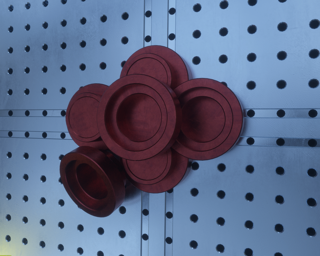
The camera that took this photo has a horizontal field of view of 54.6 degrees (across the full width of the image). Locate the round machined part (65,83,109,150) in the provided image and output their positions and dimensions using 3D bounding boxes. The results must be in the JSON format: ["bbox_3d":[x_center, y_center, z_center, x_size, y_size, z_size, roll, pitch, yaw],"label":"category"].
[{"bbox_3d":[-0.092,-0.014,0.437,0.098,0.042,0.097,0,90,20],"label":"round machined part"}]

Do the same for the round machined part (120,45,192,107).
[{"bbox_3d":[-0.010,-0.060,0.408,0.098,0.042,0.097,0,90,20],"label":"round machined part"}]

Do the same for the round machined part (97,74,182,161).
[{"bbox_3d":[-0.021,-0.012,0.366,0.098,0.042,0.097,0,90,20],"label":"round machined part"}]

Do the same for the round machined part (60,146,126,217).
[{"bbox_3d":[-0.085,0.068,0.420,0.098,0.042,0.097,15,120,28],"label":"round machined part"}]

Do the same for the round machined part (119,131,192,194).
[{"bbox_3d":[-0.010,0.038,0.407,0.098,0.042,0.097,0,90,20],"label":"round machined part"}]

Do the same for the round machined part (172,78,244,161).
[{"bbox_3d":[0.054,-0.010,0.384,0.098,0.042,0.097,0,90,20],"label":"round machined part"}]
